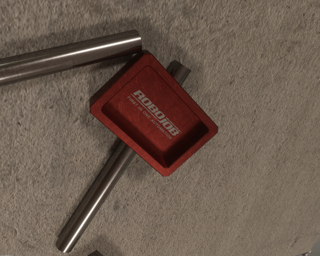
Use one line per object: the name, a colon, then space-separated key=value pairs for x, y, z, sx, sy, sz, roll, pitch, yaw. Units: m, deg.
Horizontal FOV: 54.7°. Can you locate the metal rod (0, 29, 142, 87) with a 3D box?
metal rod: x=-0.161 y=-0.049 z=0.289 sx=0.302 sy=0.025 sz=0.025 roll=-18 pitch=126 yaw=-18

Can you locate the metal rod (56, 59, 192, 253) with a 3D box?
metal rod: x=-0.054 y=0.045 z=0.406 sx=0.025 sy=0.025 sz=0.299 roll=25 pitch=105 yaw=-37

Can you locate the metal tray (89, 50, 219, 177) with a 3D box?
metal tray: x=-0.005 y=-0.014 z=0.362 sx=0.090 sy=0.030 sz=0.130 roll=-43 pitch=115 yaw=6

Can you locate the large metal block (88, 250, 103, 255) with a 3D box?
large metal block: x=-0.108 y=0.253 z=0.490 sx=0.080 sy=0.050 sz=0.080 roll=-33 pitch=129 yaw=-7
